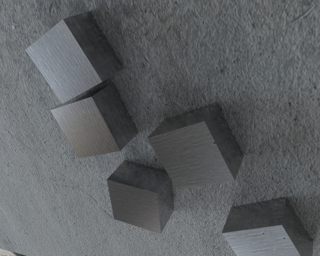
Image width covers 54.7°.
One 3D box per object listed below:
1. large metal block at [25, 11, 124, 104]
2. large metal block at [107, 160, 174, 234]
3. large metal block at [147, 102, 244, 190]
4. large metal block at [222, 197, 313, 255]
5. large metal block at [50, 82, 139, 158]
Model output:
[{"bbox_3d":[-0.107,-0.088,0.393,0.080,0.050,0.080,-20,108,35],"label":"large metal block"},{"bbox_3d":[-0.027,0.103,0.469,0.080,0.050,0.079,10,123,22],"label":"large metal block"},{"bbox_3d":[0.045,0.024,0.382,0.080,0.050,0.080,-18,109,35],"label":"large metal block"},{"bbox_3d":[0.142,0.144,0.405,0.080,0.050,0.080,-24,106,36],"label":"large metal block"},{"bbox_3d":[-0.090,-0.009,0.433,0.080,0.050,0.080,-12,112,33],"label":"large metal block"}]
